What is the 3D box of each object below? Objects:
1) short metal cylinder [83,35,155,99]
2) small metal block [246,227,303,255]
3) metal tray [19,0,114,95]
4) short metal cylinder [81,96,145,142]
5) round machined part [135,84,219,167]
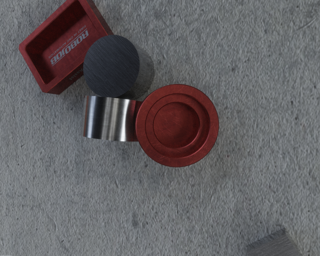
[{"bbox_3d":[-0.054,-0.078,0.415,0.080,0.050,0.080,0,90,20],"label":"short metal cylinder"},{"bbox_3d":[0.137,0.153,0.361,0.050,0.025,0.050,-33,79,17],"label":"small metal block"},{"bbox_3d":[-0.136,-0.121,0.454,0.130,0.030,0.090,-35,79,16],"label":"metal tray"},{"bbox_3d":[-0.060,-0.012,0.401,0.080,0.080,0.050,7,92,20],"label":"short metal cylinder"},{"bbox_3d":[0.019,-0.004,0.380,0.099,0.042,0.097,-1,95,-7],"label":"round machined part"}]
